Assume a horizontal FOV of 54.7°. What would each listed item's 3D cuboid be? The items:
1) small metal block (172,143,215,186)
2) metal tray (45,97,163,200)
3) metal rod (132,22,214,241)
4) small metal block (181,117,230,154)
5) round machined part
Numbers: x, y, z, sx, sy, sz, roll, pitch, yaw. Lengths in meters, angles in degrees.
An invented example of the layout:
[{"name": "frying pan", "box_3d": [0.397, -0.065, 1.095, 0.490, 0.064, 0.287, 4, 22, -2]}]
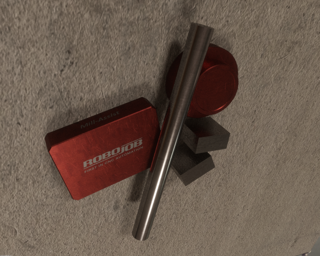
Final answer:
[{"name": "small metal block", "box_3d": [0.042, 0.048, 0.445, 0.050, 0.050, 0.025, -31, 129, -9]}, {"name": "metal tray", "box_3d": [-0.062, 0.026, 0.387, 0.131, 0.030, 0.089, -23, 127, -15]}, {"name": "metal rod", "box_3d": [0.008, 0.023, 0.387, 0.025, 0.025, 0.298, 1, 118, -29]}, {"name": "small metal block", "box_3d": [0.060, 0.009, 0.431, 0.050, 0.050, 0.025, -7, 122, -25]}, {"name": "round machined part", "box_3d": [0.060, -0.055, 0.397, 0.099, 0.042, 0.097, -14, 125, -21]}]
